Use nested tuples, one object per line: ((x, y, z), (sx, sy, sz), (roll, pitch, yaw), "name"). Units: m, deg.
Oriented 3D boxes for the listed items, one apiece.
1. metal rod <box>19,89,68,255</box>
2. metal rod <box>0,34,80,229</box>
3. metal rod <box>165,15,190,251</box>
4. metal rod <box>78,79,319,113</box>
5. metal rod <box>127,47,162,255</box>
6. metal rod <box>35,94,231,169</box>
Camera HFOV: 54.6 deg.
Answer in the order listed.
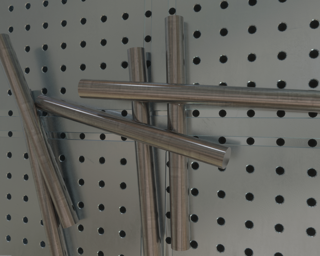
((-0.179, 0.085, 0.476), (0.025, 0.025, 0.299), (-16, 85, 19), "metal rod")
((-0.185, 0.004, 0.462), (0.025, 0.025, 0.299), (-21, 89, 19), "metal rod")
((0.023, 0.006, 0.404), (0.025, 0.025, 0.298), (-2, 89, 20), "metal rod")
((0.046, -0.040, 0.373), (0.301, 0.025, 0.025), (4, 92, 11), "metal rod")
((-0.020, 0.042, 0.420), (0.025, 0.025, 0.298), (-5, 88, 20), "metal rod")
((-0.055, -0.003, 0.408), (0.300, 0.025, 0.025), (16, 96, 28), "metal rod")
